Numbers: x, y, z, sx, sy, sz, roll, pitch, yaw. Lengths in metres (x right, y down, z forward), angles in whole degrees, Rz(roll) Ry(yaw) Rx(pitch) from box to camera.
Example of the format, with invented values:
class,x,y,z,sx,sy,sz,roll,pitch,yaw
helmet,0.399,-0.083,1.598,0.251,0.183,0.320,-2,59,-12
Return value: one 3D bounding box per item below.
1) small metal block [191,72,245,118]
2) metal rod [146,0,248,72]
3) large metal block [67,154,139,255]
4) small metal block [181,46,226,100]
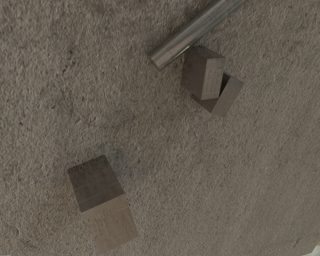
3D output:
class,x,y,z,sx,sy,sz,roll,pitch,yaw
small metal block,0.073,-0.049,0.400,0.025,0.050,0.050,14,111,-34
metal rod,0.109,-0.170,0.361,0.300,0.025,0.025,-39,130,-2
large metal block,-0.072,0.094,0.390,0.050,0.080,0.080,-22,127,-15
small metal block,0.051,-0.068,0.377,0.025,0.050,0.050,-9,123,-24
